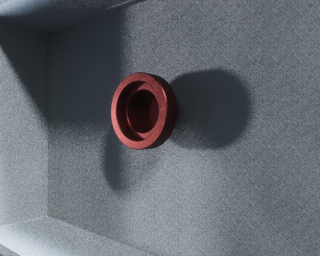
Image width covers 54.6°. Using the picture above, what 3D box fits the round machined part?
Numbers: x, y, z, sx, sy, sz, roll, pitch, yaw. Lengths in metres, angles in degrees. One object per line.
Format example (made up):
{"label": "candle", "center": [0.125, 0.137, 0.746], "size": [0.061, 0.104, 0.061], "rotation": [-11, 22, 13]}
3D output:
{"label": "round machined part", "center": [-0.016, -0.021, 0.406], "size": [0.098, 0.042, 0.097], "rotation": [0, 90, 40]}
